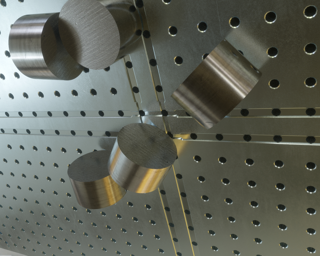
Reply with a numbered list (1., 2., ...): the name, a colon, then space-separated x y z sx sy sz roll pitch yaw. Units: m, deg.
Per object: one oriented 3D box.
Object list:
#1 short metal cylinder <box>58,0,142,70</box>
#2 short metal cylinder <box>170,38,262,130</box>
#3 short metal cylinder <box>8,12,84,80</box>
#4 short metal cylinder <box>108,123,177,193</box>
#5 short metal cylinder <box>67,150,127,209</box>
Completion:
1. short metal cylinder: -0.068 -0.114 0.359 0.080 0.050 0.079 13 124 20
2. short metal cylinder: 0.056 -0.044 0.318 0.050 0.080 0.080 43 129 -2
3. short metal cylinder: -0.135 -0.100 0.383 0.050 0.080 0.079 6 121 25
4. short metal cylinder: -0.024 0.039 0.411 0.080 0.080 0.050 31 128 7
5. short metal cylinder: -0.093 0.076 0.470 0.080 0.080 0.050 5 121 25
